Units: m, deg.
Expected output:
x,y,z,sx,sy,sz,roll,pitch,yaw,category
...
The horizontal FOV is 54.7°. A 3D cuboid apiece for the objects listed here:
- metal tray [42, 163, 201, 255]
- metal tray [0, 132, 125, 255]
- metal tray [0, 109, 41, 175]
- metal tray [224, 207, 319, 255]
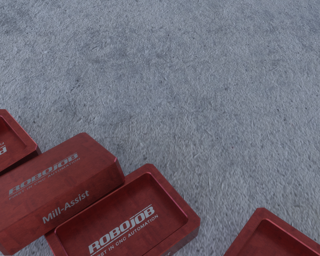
x,y,z,sx,sy,sz,roll,pitch,yaw,category
-0.036,0.103,0.312,0.131,0.030,0.090,-30,56,-23,metal tray
-0.115,0.060,0.327,0.131,0.030,0.090,-31,35,-24,metal tray
-0.219,0.041,0.363,0.131,0.030,0.090,-36,59,-27,metal tray
0.122,0.145,0.278,0.130,0.030,0.090,33,57,24,metal tray
